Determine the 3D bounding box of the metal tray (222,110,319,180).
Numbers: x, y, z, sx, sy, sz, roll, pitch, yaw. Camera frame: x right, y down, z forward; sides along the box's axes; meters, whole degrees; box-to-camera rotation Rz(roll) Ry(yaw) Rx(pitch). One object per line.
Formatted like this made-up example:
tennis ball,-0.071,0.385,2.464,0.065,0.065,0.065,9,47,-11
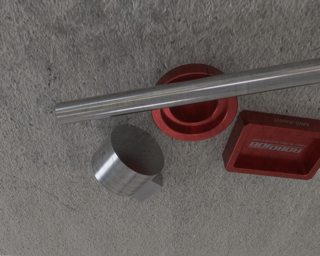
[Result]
metal tray,0.163,0.026,0.427,0.131,0.030,0.089,7,130,-6

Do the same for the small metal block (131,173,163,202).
small metal block,-0.031,0.083,0.478,0.050,0.025,0.050,33,123,-25

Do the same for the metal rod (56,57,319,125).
metal rod,0.040,-0.039,0.319,0.301,0.025,0.025,-9,130,7

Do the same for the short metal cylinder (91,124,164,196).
short metal cylinder,-0.042,0.042,0.406,0.080,0.080,0.050,28,125,-22

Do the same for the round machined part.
round machined part,0.039,-0.034,0.368,0.099,0.042,0.097,0,130,0
